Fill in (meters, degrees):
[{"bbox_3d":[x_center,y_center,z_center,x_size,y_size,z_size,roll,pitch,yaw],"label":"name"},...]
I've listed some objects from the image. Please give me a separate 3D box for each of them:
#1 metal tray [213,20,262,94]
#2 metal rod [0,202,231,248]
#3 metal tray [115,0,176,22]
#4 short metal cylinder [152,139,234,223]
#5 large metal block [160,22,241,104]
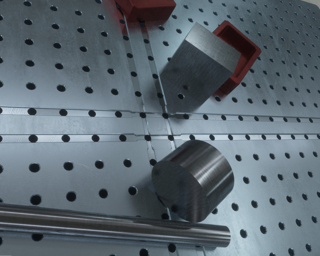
[{"bbox_3d":[0.118,-0.128,0.546,0.090,0.030,0.131,41,51,-1],"label":"metal tray"},{"bbox_3d":[-0.060,0.099,0.314,0.302,0.025,0.025,12,57,-21],"label":"metal rod"},{"bbox_3d":[-0.042,-0.244,0.531,0.091,0.030,0.130,-20,72,-35],"label":"metal tray"},{"bbox_3d":[0.037,0.060,0.356,0.050,0.080,0.080,-33,80,-38],"label":"short metal cylinder"},{"bbox_3d":[0.059,-0.095,0.463,0.080,0.080,0.050,33,51,-7],"label":"large metal block"}]
